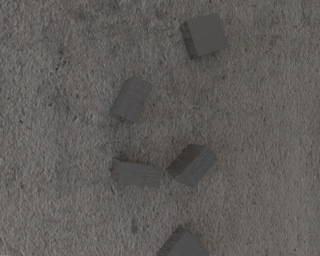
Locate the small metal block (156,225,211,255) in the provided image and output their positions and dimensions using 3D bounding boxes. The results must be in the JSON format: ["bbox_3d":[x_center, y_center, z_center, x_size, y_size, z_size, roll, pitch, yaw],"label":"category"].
[{"bbox_3d":[0.032,0.171,0.421,0.050,0.025,0.050,46,76,-15],"label":"small metal block"}]

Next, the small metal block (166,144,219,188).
[{"bbox_3d":[0.041,0.049,0.411,0.050,0.050,0.025,-46,105,-14],"label":"small metal block"}]

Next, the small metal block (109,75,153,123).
[{"bbox_3d":[-0.037,-0.034,0.382,0.025,0.050,0.050,27,81,-18],"label":"small metal block"}]

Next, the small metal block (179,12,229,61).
[{"bbox_3d":[0.061,-0.127,0.431,0.050,0.025,0.050,-21,97,-19],"label":"small metal block"}]

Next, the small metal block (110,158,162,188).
[{"bbox_3d":[-0.031,0.055,0.384,0.050,0.050,0.025,10,87,-20],"label":"small metal block"}]
